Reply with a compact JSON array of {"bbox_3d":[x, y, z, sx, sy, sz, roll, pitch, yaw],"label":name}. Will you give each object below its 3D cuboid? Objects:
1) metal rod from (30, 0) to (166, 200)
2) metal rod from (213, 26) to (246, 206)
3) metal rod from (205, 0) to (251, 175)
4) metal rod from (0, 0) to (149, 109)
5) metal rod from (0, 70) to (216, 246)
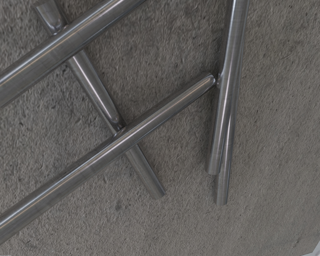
[{"bbox_3d":[-0.054,-0.009,0.371,0.025,0.025,0.299,-32,129,-8],"label":"metal rod"},{"bbox_3d":[0.100,0.002,0.461,0.025,0.025,0.298,-16,125,-19],"label":"metal rod"},{"bbox_3d":[0.084,-0.059,0.395,0.025,0.025,0.298,-14,127,-21],"label":"metal rod"},{"bbox_3d":[-0.030,-0.122,0.291,0.301,0.025,0.025,-40,130,-10],"label":"metal rod"},{"bbox_3d":[-0.051,0.021,0.353,0.301,0.025,0.025,-37,130,-19],"label":"metal rod"}]
